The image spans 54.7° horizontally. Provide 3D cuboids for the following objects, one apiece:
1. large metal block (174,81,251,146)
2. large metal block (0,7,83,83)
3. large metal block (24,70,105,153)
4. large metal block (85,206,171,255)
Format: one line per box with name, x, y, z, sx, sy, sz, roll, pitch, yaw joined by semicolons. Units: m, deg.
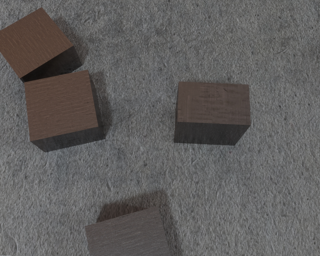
large metal block;0.061;-0.015;0.385;0.080;0.080;0.050;3;70;1
large metal block;-0.170;-0.106;0.432;0.080;0.050;0.080;-37;74;-12
large metal block;-0.122;-0.021;0.402;0.081;0.050;0.080;-13;71;-5
large metal block;-0.031;0.139;0.344;0.081;0.050;0.080;-14;71;-5
